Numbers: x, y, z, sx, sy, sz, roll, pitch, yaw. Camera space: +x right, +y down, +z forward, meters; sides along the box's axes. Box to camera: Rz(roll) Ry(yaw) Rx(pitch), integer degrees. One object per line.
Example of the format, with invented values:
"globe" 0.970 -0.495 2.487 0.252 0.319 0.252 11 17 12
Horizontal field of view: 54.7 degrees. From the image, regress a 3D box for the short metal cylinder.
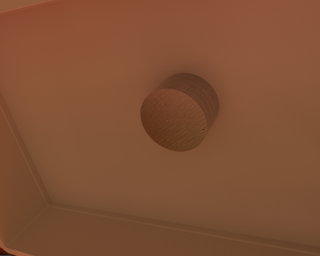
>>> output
"short metal cylinder" 0.024 -0.019 0.367 0.080 0.050 0.079 13 124 20
